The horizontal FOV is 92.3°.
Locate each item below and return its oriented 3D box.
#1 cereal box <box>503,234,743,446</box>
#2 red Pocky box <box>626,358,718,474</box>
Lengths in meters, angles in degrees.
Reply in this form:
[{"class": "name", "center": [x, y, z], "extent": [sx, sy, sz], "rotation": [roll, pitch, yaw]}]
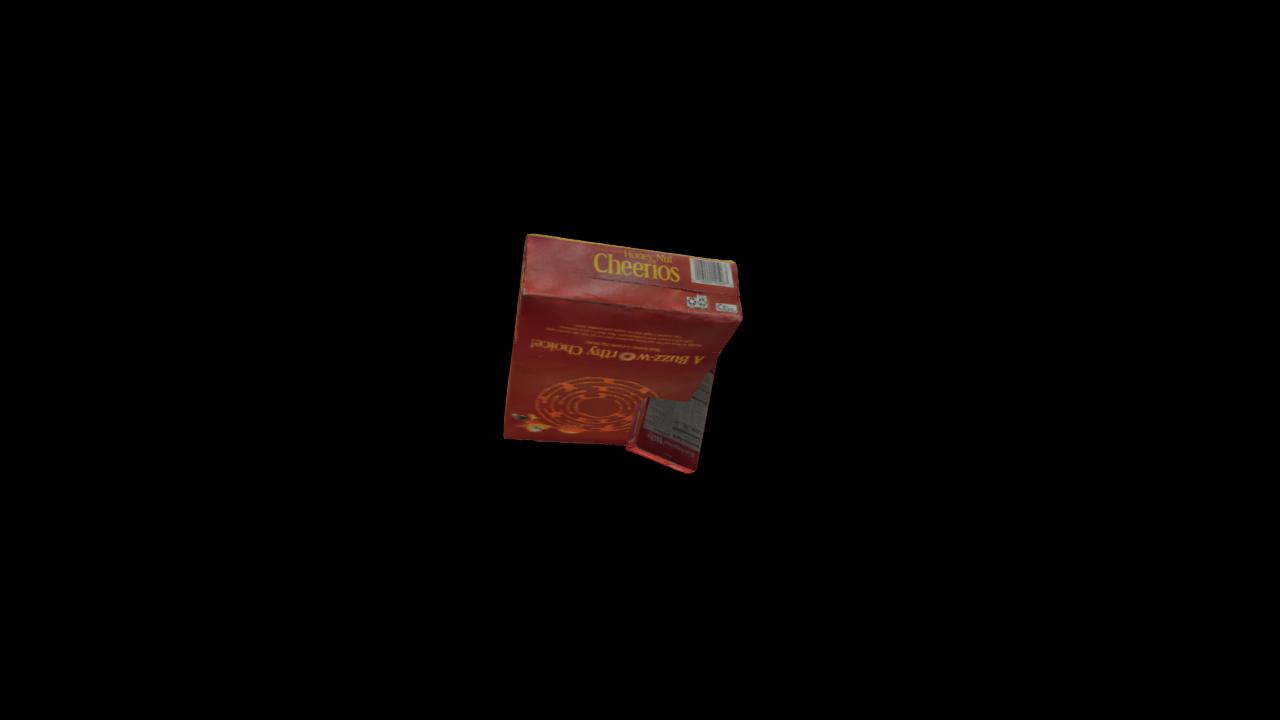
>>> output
[{"class": "cereal box", "center": [-0.039, 0.001, 0.671], "extent": [0.203, 0.081, 0.306], "rotation": [5, -31, -12]}, {"class": "red Pocky box", "center": [0.039, 0.042, 0.696], "extent": [0.083, 0.155, 0.028], "rotation": [27, -28, -24]}]
